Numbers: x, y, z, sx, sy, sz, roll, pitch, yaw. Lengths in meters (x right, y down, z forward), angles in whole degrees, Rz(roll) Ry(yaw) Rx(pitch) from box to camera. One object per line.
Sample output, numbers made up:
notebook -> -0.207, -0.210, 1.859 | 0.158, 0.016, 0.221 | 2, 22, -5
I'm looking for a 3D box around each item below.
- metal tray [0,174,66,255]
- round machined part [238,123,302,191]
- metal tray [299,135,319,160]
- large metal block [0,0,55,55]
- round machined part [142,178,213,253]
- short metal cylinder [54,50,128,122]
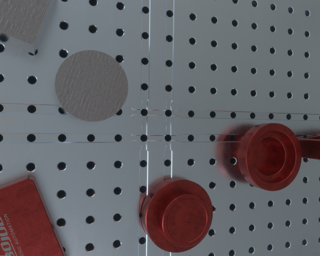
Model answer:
metal tray -> -0.166, 0.129, 0.349 | 0.091, 0.030, 0.129 | -21, 97, -19
round machined part -> 0.157, 0.041, 0.462 | 0.099, 0.042, 0.097 | 0, 90, -20
metal tray -> 0.299, 0.025, 0.488 | 0.131, 0.090, 0.030 | -8, 93, -20
large metal block -> -0.165, -0.137, 0.338 | 0.080, 0.050, 0.080 | 20, 83, -19
round machined part -> 0.028, 0.118, 0.414 | 0.099, 0.042, 0.097 | 0, 90, -20
short metal cylinder -> -0.083, -0.047, 0.369 | 0.081, 0.050, 0.079 | 0, 90, -20
